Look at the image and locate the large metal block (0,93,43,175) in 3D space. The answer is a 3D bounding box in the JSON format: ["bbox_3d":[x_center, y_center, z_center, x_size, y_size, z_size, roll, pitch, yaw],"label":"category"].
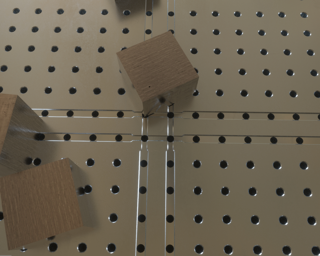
[{"bbox_3d":[-0.191,0.011,0.378,0.050,0.080,0.080,5,70,2],"label":"large metal block"}]

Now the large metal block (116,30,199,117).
[{"bbox_3d":[-0.004,-0.074,0.426,0.080,0.050,0.080,-25,72,-9],"label":"large metal block"}]

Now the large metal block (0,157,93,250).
[{"bbox_3d":[-0.133,0.090,0.365,0.080,0.050,0.080,-17,71,-6],"label":"large metal block"}]
